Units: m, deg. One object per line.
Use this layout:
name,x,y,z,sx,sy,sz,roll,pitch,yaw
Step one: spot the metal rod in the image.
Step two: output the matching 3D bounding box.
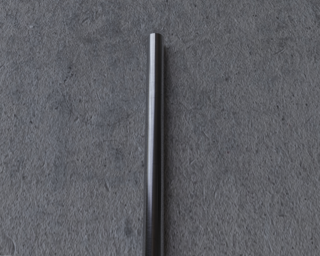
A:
metal rod,-0.007,0.008,0.406,0.025,0.025,0.299,0,70,0
